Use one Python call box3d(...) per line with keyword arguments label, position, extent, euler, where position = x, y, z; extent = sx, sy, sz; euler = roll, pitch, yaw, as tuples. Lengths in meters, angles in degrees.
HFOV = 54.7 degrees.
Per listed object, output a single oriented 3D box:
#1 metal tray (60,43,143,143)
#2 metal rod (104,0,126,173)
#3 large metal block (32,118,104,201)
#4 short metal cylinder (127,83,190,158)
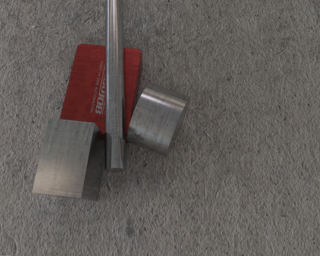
box3d(label="metal tray", position=(-0.077, -0.049, 0.423), extent=(0.091, 0.030, 0.130), euler=(6, 70, 2))
box3d(label="metal rod", position=(-0.060, -0.091, 0.408), extent=(0.025, 0.025, 0.299), euler=(-3, 70, -1))
box3d(label="large metal block", position=(-0.099, 0.040, 0.361), extent=(0.050, 0.080, 0.080), euler=(6, 74, 2))
box3d(label="short metal cylinder", position=(0.000, -0.010, 0.383), extent=(0.050, 0.080, 0.080), euler=(21, 72, 7))
